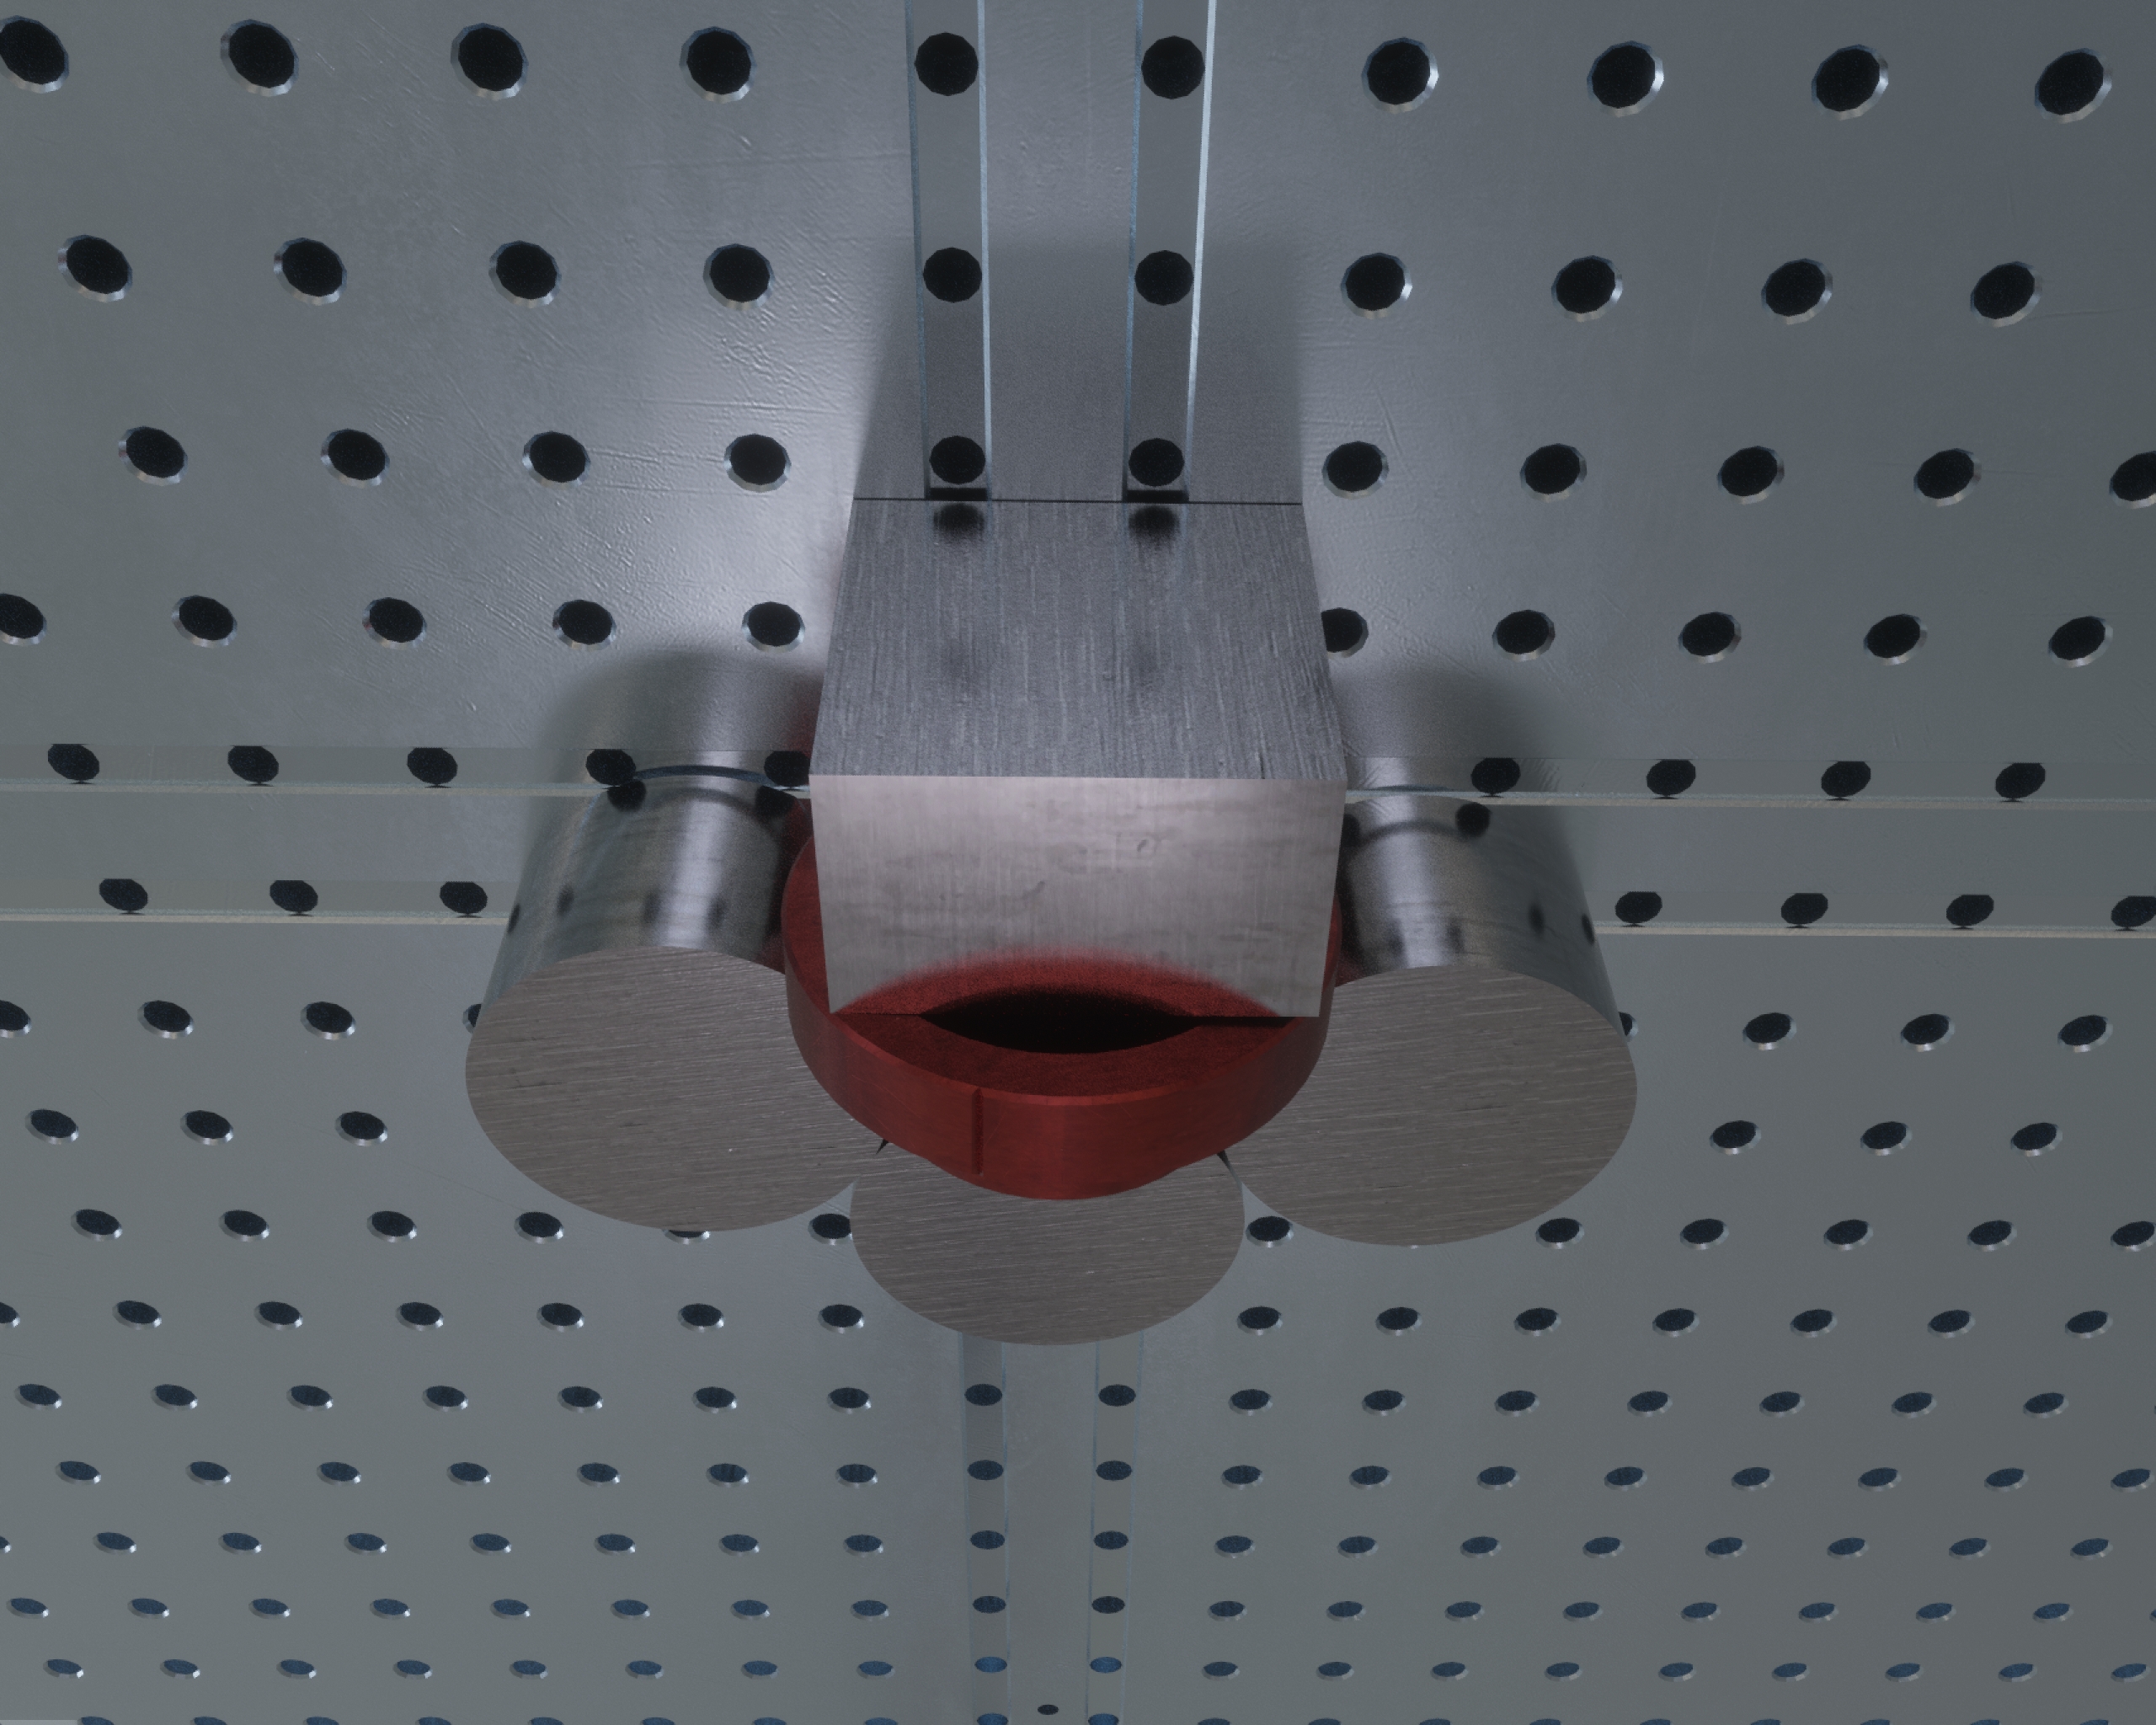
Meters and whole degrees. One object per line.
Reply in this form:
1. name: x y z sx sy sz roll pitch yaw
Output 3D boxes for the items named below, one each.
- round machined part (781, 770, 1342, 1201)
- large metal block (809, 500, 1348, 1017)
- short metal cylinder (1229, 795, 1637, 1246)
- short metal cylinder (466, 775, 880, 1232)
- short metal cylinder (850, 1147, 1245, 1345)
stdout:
1. round machined part: -0.003 0.023 0.381 0.099 0.098 0.042 1 130 -2
2. large metal block: 0.000 -0.020 0.358 0.081 0.080 0.050 1 130 -1
3. short metal cylinder: 0.068 0.033 0.424 0.081 0.050 0.079 0 130 0
4. short metal cylinder: -0.077 0.029 0.420 0.081 0.050 0.079 0 130 0
5. short metal cylinder: -0.006 0.058 0.445 0.081 0.050 0.079 0 130 0
